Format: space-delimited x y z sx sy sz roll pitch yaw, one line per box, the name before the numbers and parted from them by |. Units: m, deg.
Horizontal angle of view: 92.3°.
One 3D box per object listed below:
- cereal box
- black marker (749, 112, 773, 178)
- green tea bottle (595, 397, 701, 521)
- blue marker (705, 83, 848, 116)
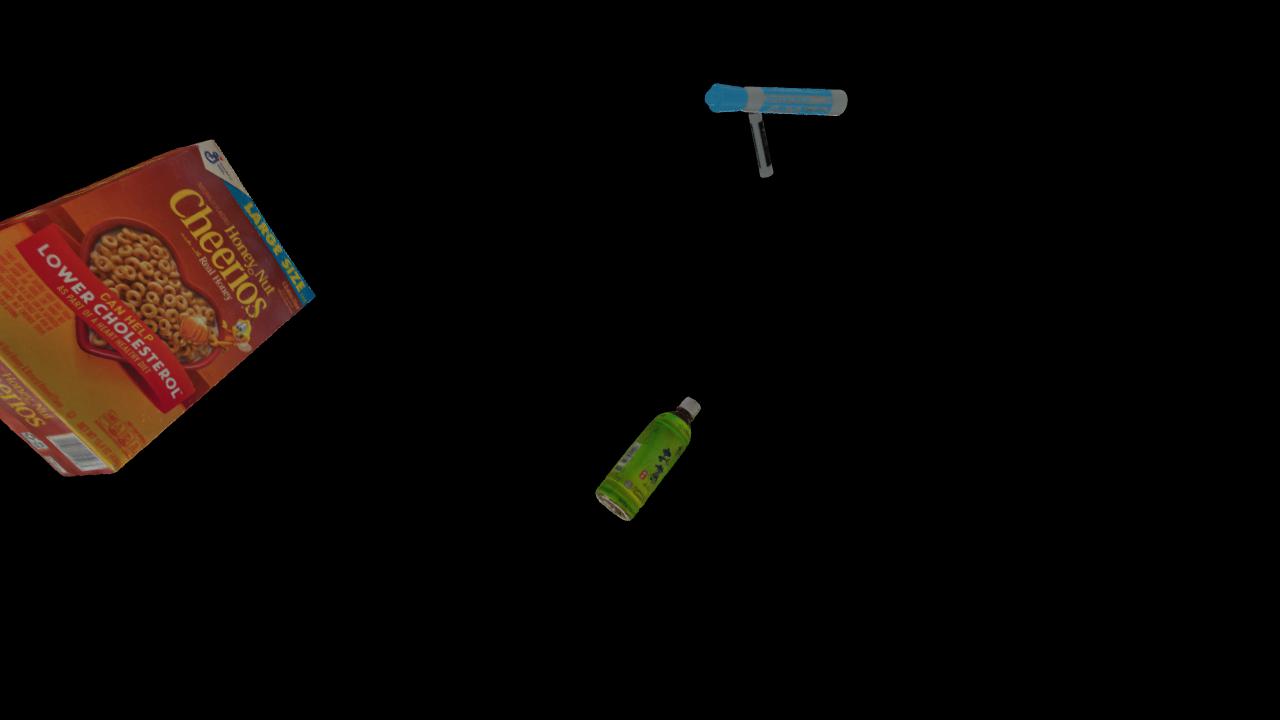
cereal box | -0.480 -0.067 0.600 0.081 0.203 0.306 -7 34 16
black marker | 0.159 -0.301 0.820 0.020 0.020 0.121 0 -44 25
green tea bottle | 0.021 0.142 0.939 0.073 0.212 0.073 33 -22 15
blue marker | 0.100 -0.190 0.450 0.121 0.020 0.020 -10 4 -25
